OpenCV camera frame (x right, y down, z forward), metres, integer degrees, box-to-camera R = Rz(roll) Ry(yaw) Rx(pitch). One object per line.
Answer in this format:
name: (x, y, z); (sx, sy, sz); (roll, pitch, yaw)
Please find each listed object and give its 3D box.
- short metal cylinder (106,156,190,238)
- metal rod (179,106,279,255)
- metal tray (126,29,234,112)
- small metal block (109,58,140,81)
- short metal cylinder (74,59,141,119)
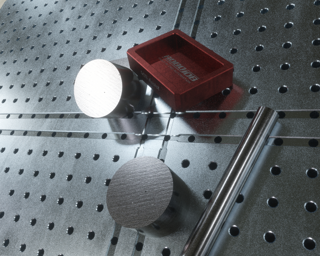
short metal cylinder: (-0.013, 0.078, 0.351); (0.080, 0.050, 0.080); (-13, 56, 21)
metal rod: (0.047, 0.106, 0.317); (0.025, 0.025, 0.300); (21, 73, 36)
metal tray: (0.024, -0.084, 0.423); (0.091, 0.030, 0.130); (-28, 49, -18)
small metal block: (-0.058, -0.083, 0.490); (0.050, 0.025, 0.050); (-5, 59, 25)
short metal cylinder: (-0.075, -0.054, 0.444); (0.080, 0.050, 0.080); (0, 89, 25)
